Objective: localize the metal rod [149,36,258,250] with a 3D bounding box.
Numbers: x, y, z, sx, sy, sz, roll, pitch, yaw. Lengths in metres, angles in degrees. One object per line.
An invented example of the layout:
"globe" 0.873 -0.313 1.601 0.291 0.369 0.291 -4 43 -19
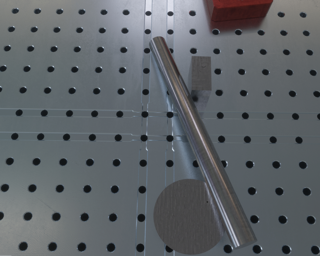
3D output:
"metal rod" 0.040 -0.006 0.380 0.025 0.025 0.299 -16 58 -6

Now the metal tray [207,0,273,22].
"metal tray" 0.118 -0.236 0.495 0.091 0.030 0.130 -7 70 -3

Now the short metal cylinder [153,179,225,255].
"short metal cylinder" 0.033 0.103 0.361 0.081 0.050 0.080 0 70 0

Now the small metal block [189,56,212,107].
"small metal block" 0.053 -0.062 0.421 0.025 0.050 0.050 2 70 1
